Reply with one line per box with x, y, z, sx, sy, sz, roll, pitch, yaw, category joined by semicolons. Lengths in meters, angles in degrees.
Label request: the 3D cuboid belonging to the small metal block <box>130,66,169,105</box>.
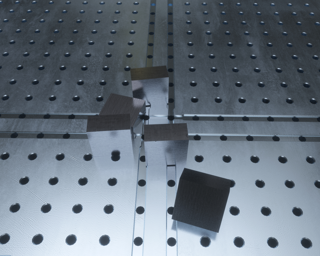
-0.015;-0.059;0.441;0.050;0.050;0.025;-6;50;-5;small metal block

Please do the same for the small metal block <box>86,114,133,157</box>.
-0.060;0.010;0.383;0.050;0.050;0.025;-4;50;-3;small metal block

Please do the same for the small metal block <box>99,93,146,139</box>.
-0.051;-0.017;0.422;0.050;0.025;0.050;13;51;10;small metal block

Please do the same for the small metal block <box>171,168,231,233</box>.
0.043;0.075;0.325;0.050;0.050;0.025;14;21;11;small metal block

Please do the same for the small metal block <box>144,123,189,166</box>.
0.007;0.021;0.374;0.050;0.050;0.025;-2;50;-2;small metal block
